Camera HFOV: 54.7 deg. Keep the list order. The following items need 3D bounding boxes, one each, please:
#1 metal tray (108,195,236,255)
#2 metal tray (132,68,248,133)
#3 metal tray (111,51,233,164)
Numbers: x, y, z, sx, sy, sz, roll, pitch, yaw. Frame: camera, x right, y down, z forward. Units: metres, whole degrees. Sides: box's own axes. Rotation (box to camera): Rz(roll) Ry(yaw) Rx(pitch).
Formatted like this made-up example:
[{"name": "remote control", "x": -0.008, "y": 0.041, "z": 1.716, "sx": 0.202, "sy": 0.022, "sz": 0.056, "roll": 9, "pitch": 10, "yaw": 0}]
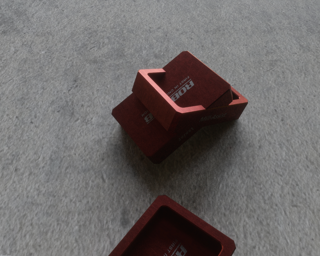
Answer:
[{"name": "metal tray", "x": -0.002, "y": 0.137, "z": 0.284, "sx": 0.090, "sy": 0.030, "sz": 0.131, "roll": 30, "pitch": 56, "yaw": 22}, {"name": "metal tray", "x": 0.041, "y": -0.042, "z": 0.405, "sx": 0.131, "sy": 0.030, "sz": 0.090, "roll": -11, "pitch": 47, "yaw": -38}, {"name": "metal tray", "x": 0.015, "y": -0.029, "z": 0.394, "sx": 0.130, "sy": 0.030, "sz": 0.090, "roll": -40, "pitch": 59, "yaw": -4}]
